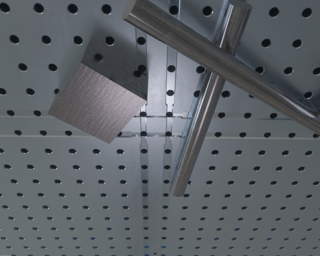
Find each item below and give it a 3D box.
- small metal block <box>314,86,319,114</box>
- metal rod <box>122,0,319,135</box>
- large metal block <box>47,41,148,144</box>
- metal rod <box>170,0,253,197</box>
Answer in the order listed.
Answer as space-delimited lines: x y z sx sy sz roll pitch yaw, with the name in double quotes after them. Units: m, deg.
0.212 -0.034 0.369 0.025 0.050 0.050 -3 130 3 "small metal block"
0.095 -0.053 0.338 0.302 0.025 0.025 23 127 -30 "metal rod"
-0.070 -0.039 0.362 0.080 0.050 0.080 29 124 -23 "large metal block"
0.054 -0.011 0.402 0.025 0.025 0.298 8 130 -7 "metal rod"
